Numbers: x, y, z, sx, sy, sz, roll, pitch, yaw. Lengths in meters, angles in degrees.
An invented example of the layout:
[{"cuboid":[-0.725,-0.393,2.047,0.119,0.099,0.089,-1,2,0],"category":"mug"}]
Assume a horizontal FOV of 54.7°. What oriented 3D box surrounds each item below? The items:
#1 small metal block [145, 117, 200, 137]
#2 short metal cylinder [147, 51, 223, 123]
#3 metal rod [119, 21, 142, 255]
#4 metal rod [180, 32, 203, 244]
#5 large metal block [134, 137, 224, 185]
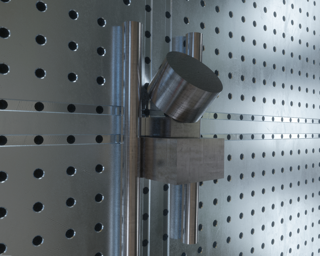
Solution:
[{"cuboid":[0.016,-0.001,0.406,0.050,0.050,0.025,2,89,-41],"category":"small metal block"},{"cuboid":[0.031,-0.052,0.391,0.080,0.050,0.080,23,35,-17],"category":"short metal cylinder"},{"cuboid":[-0.036,0.022,0.379,0.025,0.025,0.298,1,90,-40],"category":"metal rod"},{"cuboid":[0.046,0.014,0.447,0.025,0.025,0.298,3,89,-40],"category":"metal rod"},{"cuboid":[0.023,0.037,0.390,0.081,0.080,0.050,1,90,-40],"category":"large metal block"}]
